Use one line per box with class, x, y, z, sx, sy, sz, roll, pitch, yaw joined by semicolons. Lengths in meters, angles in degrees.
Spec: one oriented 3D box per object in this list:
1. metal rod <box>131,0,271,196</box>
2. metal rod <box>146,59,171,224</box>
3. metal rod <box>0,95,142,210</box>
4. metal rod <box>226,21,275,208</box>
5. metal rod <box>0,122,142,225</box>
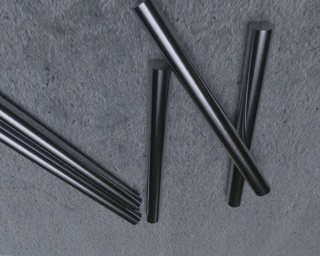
metal rod;0.064;-0.018;0.371;0.025;0.025;0.300;-27;119;20
metal rod;-0.006;0.042;0.443;0.025;0.025;0.298;2;130;-2
metal rod;-0.133;0.036;0.436;0.025;0.025;0.300;-32;124;23
metal rod;0.114;0.008;0.415;0.025;0.025;0.298;-3;130;2
metal rod;-0.137;0.070;0.464;0.025;0.025;0.300;-32;124;24
